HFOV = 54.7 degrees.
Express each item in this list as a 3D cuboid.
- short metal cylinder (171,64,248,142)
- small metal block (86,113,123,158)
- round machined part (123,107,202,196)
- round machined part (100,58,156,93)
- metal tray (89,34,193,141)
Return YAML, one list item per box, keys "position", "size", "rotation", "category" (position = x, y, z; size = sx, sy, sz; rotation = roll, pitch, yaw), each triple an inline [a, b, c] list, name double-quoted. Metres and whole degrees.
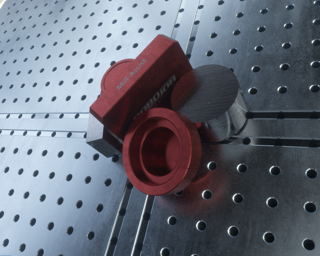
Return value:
- position: [0.060, -0.029, 0.373]
  size: [0.080, 0.050, 0.080]
  rotation: [-13, 56, 21]
  category: "short metal cylinder"
- position: [-0.073, 0.006, 0.421]
  size: [0.025, 0.050, 0.050]
  rotation: [-14, 56, 20]
  category: "small metal block"
- position: [0.006, 0.028, 0.357]
  size: [0.098, 0.042, 0.097]
  rotation: [-7, 79, 38]
  category: "round machined part"
- position: [-0.047, -0.063, 0.455]
  size: [0.098, 0.042, 0.098]
  rotation: [-13, 56, 21]
  category: "round machined part"
- position: [-0.014, -0.041, 0.394]
  size: [0.130, 0.090, 0.030]
  rotation: [-48, 51, -6]
  category: "metal tray"
